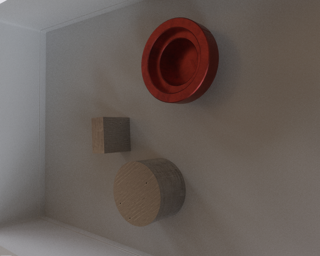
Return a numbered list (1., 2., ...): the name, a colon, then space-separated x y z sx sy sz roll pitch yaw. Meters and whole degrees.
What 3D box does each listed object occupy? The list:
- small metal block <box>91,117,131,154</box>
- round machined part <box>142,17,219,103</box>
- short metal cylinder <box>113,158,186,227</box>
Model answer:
1. small metal block: -0.070 0.010 0.446 0.025 0.050 0.050 -4 88 40
2. round machined part: 0.028 -0.078 0.371 0.098 0.042 0.097 0 90 39
3. short metal cylinder: -0.014 0.081 0.400 0.080 0.050 0.079 0 90 39
